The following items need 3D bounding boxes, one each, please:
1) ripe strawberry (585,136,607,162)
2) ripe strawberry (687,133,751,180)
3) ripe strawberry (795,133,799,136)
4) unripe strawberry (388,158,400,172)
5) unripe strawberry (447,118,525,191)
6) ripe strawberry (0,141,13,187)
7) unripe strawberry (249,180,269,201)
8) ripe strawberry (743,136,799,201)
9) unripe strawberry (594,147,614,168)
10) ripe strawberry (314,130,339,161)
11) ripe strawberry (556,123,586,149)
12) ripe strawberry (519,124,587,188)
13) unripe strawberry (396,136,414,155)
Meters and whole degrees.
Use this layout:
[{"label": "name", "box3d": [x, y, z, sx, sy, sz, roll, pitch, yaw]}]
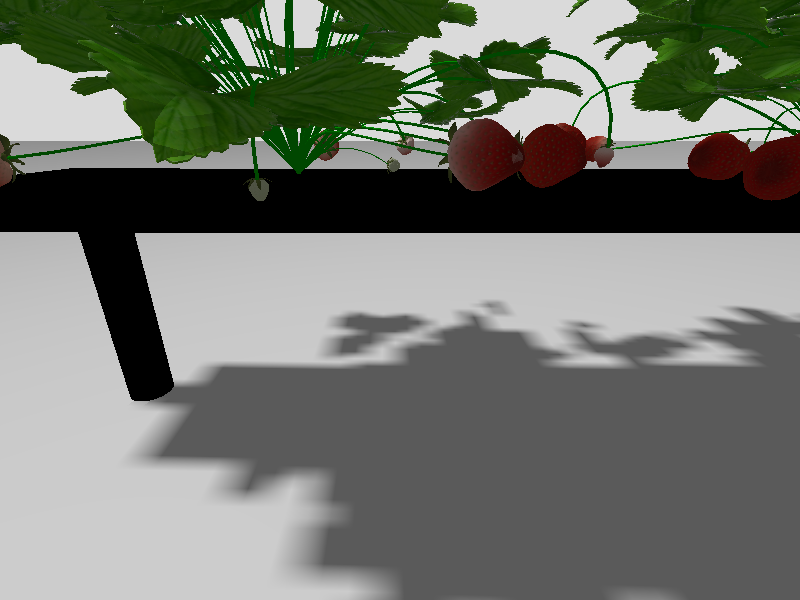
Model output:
[{"label": "ripe strawberry", "box3d": [0.216, -0.169, 0.447, 0.031, 0.027, 0.031, 18, 29, 37]}, {"label": "ripe strawberry", "box3d": [0.221, -0.101, 0.281, 0.036, 0.031, 0.036, -9, 24, -18]}, {"label": "ripe strawberry", "box3d": [0.273, -0.095, 0.266, 0.037, 0.037, 0.035, -16, 28, -32]}, {"label": "unripe strawberry", "box3d": [-0.005, -0.115, 0.342, 0.011, 0.011, 0.010, 6, 22, -10]}, {"label": "unripe strawberry", "box3d": [0.049, -0.080, 0.224, 0.039, 0.039, 0.043, 19, 29, 36]}, {"label": "ripe strawberry", "box3d": [-0.261, -0.087, 0.245, 0.034, 0.036, 0.031, -12, 26, -25]}, {"label": "unripe strawberry", "box3d": [-0.064, -0.050, 0.181, 0.009, 0.010, 0.010, -3, 23, -7]}, {"label": "ripe strawberry", "box3d": [0.194, -0.067, 0.206, 0.033, 0.032, 0.030, -18, 29, -34]}, {"label": "unripe strawberry", "box3d": [0.161, -0.112, 0.315, 0.015, 0.015, 0.014, 1, 23, 3]}, {"label": "ripe strawberry", "box3d": [-0.086, -0.182, 0.473, 0.029, 0.033, 0.032, 0, 22, -1]}, {"label": "ripe strawberry", "box3d": [0.142, -0.132, 0.347, 0.037, 0.039, 0.034, -2, 23, -5]}, {"label": "ripe strawberry", "box3d": [0.098, -0.092, 0.256, 0.040, 0.039, 0.037, 10, 25, 21]}, {"label": "unripe strawberry", "box3d": [0.009, -0.218, 0.564, 0.025, 0.028, 0.027, 8, -15, 18]}]
